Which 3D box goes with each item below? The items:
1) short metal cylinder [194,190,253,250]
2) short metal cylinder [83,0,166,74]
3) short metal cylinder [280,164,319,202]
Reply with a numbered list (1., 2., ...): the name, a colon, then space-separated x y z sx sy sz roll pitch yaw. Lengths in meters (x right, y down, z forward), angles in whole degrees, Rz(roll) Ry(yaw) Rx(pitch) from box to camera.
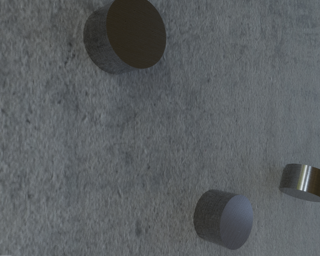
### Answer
1. short metal cylinder: 0.098 0.138 0.473 0.081 0.050 0.079 0 90 -40
2. short metal cylinder: -0.040 -0.105 0.357 0.081 0.050 0.079 0 90 -40
3. short metal cylinder: 0.285 0.109 0.612 0.080 0.080 0.050 33 70 -36
